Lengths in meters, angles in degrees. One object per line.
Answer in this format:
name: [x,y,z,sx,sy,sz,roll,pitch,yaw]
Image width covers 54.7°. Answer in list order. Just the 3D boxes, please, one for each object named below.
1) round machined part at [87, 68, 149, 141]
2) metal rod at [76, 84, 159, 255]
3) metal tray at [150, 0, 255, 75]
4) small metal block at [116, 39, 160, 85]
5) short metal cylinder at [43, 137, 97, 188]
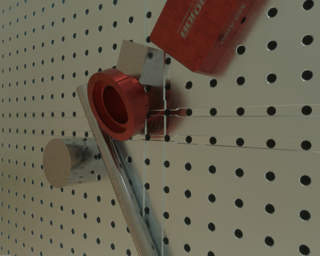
round machined part: [-0.053,-0.035,0.424,0.098,0.042,0.097,28,133,35]
metal rod: [-0.066,0.062,0.461,0.025,0.025,0.299,-38,67,33]
metal tray: [0.051,-0.140,0.362,0.090,0.030,0.129,43,116,31]
small metal block: [-0.032,-0.092,0.434,0.050,0.025,0.050,26,106,36]
short metal cylinder: [-0.150,0.056,0.513,0.080,0.050,0.079,0,90,39]
